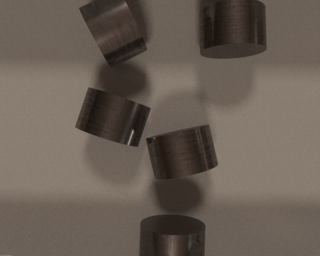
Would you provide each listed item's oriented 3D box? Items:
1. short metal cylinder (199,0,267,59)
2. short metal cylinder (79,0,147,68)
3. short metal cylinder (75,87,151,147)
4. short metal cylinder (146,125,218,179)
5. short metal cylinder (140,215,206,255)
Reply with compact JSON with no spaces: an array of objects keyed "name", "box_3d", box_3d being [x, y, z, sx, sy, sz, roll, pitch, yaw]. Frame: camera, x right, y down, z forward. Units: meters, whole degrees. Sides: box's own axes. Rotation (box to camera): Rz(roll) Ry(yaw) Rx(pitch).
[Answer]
[{"name":"short metal cylinder","box_3d":[0.090,-0.120,0.385,0.081,0.080,0.050,-2,90,-1]},{"name":"short metal cylinder","box_3d":[-0.057,-0.121,0.383,0.050,0.080,0.080,-27,90,0]},{"name":"short metal cylinder","box_3d":[-0.057,-0.013,0.383,0.080,0.080,0.050,18,90,-1]},{"name":"short metal cylinder","box_3d":[0.027,0.029,0.384,0.080,0.080,0.050,-13,90,0]},{"name":"short metal cylinder","box_3d":[0.015,0.144,0.384,0.081,0.080,0.050,2,90,-1]}]
